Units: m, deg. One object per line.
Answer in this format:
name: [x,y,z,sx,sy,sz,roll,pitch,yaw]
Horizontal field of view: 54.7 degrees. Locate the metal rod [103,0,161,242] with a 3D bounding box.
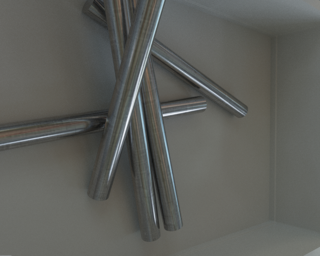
metal rod: [-0.029,-0.006,0.348,0.025,0.025,0.298,-20,111,-38]

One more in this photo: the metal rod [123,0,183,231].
metal rod: [-0.010,-0.018,0.363,0.025,0.025,0.298,-21,106,-38]

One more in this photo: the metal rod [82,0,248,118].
metal rod: [0.030,-0.083,0.430,0.301,0.025,0.025,27,73,-37]

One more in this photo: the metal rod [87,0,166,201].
metal rod: [-0.026,-0.060,0.304,0.025,0.025,0.298,2,114,-40]

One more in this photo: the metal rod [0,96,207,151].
metal rod: [-0.055,-0.011,0.359,0.302,0.025,0.025,-12,98,-39]
